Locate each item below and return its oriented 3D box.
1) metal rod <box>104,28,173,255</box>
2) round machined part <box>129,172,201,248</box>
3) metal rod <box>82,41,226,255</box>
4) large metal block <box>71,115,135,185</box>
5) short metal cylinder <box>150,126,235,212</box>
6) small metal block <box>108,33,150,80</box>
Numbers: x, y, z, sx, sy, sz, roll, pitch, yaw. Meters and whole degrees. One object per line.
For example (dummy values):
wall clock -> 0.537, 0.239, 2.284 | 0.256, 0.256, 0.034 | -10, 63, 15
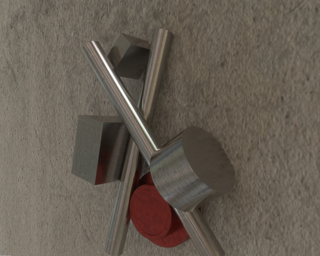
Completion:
metal rod -> -0.029, 0.020, 0.408 | 0.025, 0.025, 0.298 | 15, 93, 38
round machined part -> 0.000, 0.103, 0.395 | 0.098, 0.042, 0.097 | 0, 90, 39
metal rod -> -0.015, 0.019, 0.372 | 0.025, 0.025, 0.299 | -39, 75, 33
large metal block -> -0.068, 0.027, 0.424 | 0.050, 0.081, 0.079 | 15, 100, 39
short metal cylinder -> 0.036, 0.045, 0.340 | 0.050, 0.081, 0.080 | -39, 67, 33
small metal block -> -0.041, -0.096, 0.421 | 0.050, 0.050, 0.025 | -52, 60, 27
